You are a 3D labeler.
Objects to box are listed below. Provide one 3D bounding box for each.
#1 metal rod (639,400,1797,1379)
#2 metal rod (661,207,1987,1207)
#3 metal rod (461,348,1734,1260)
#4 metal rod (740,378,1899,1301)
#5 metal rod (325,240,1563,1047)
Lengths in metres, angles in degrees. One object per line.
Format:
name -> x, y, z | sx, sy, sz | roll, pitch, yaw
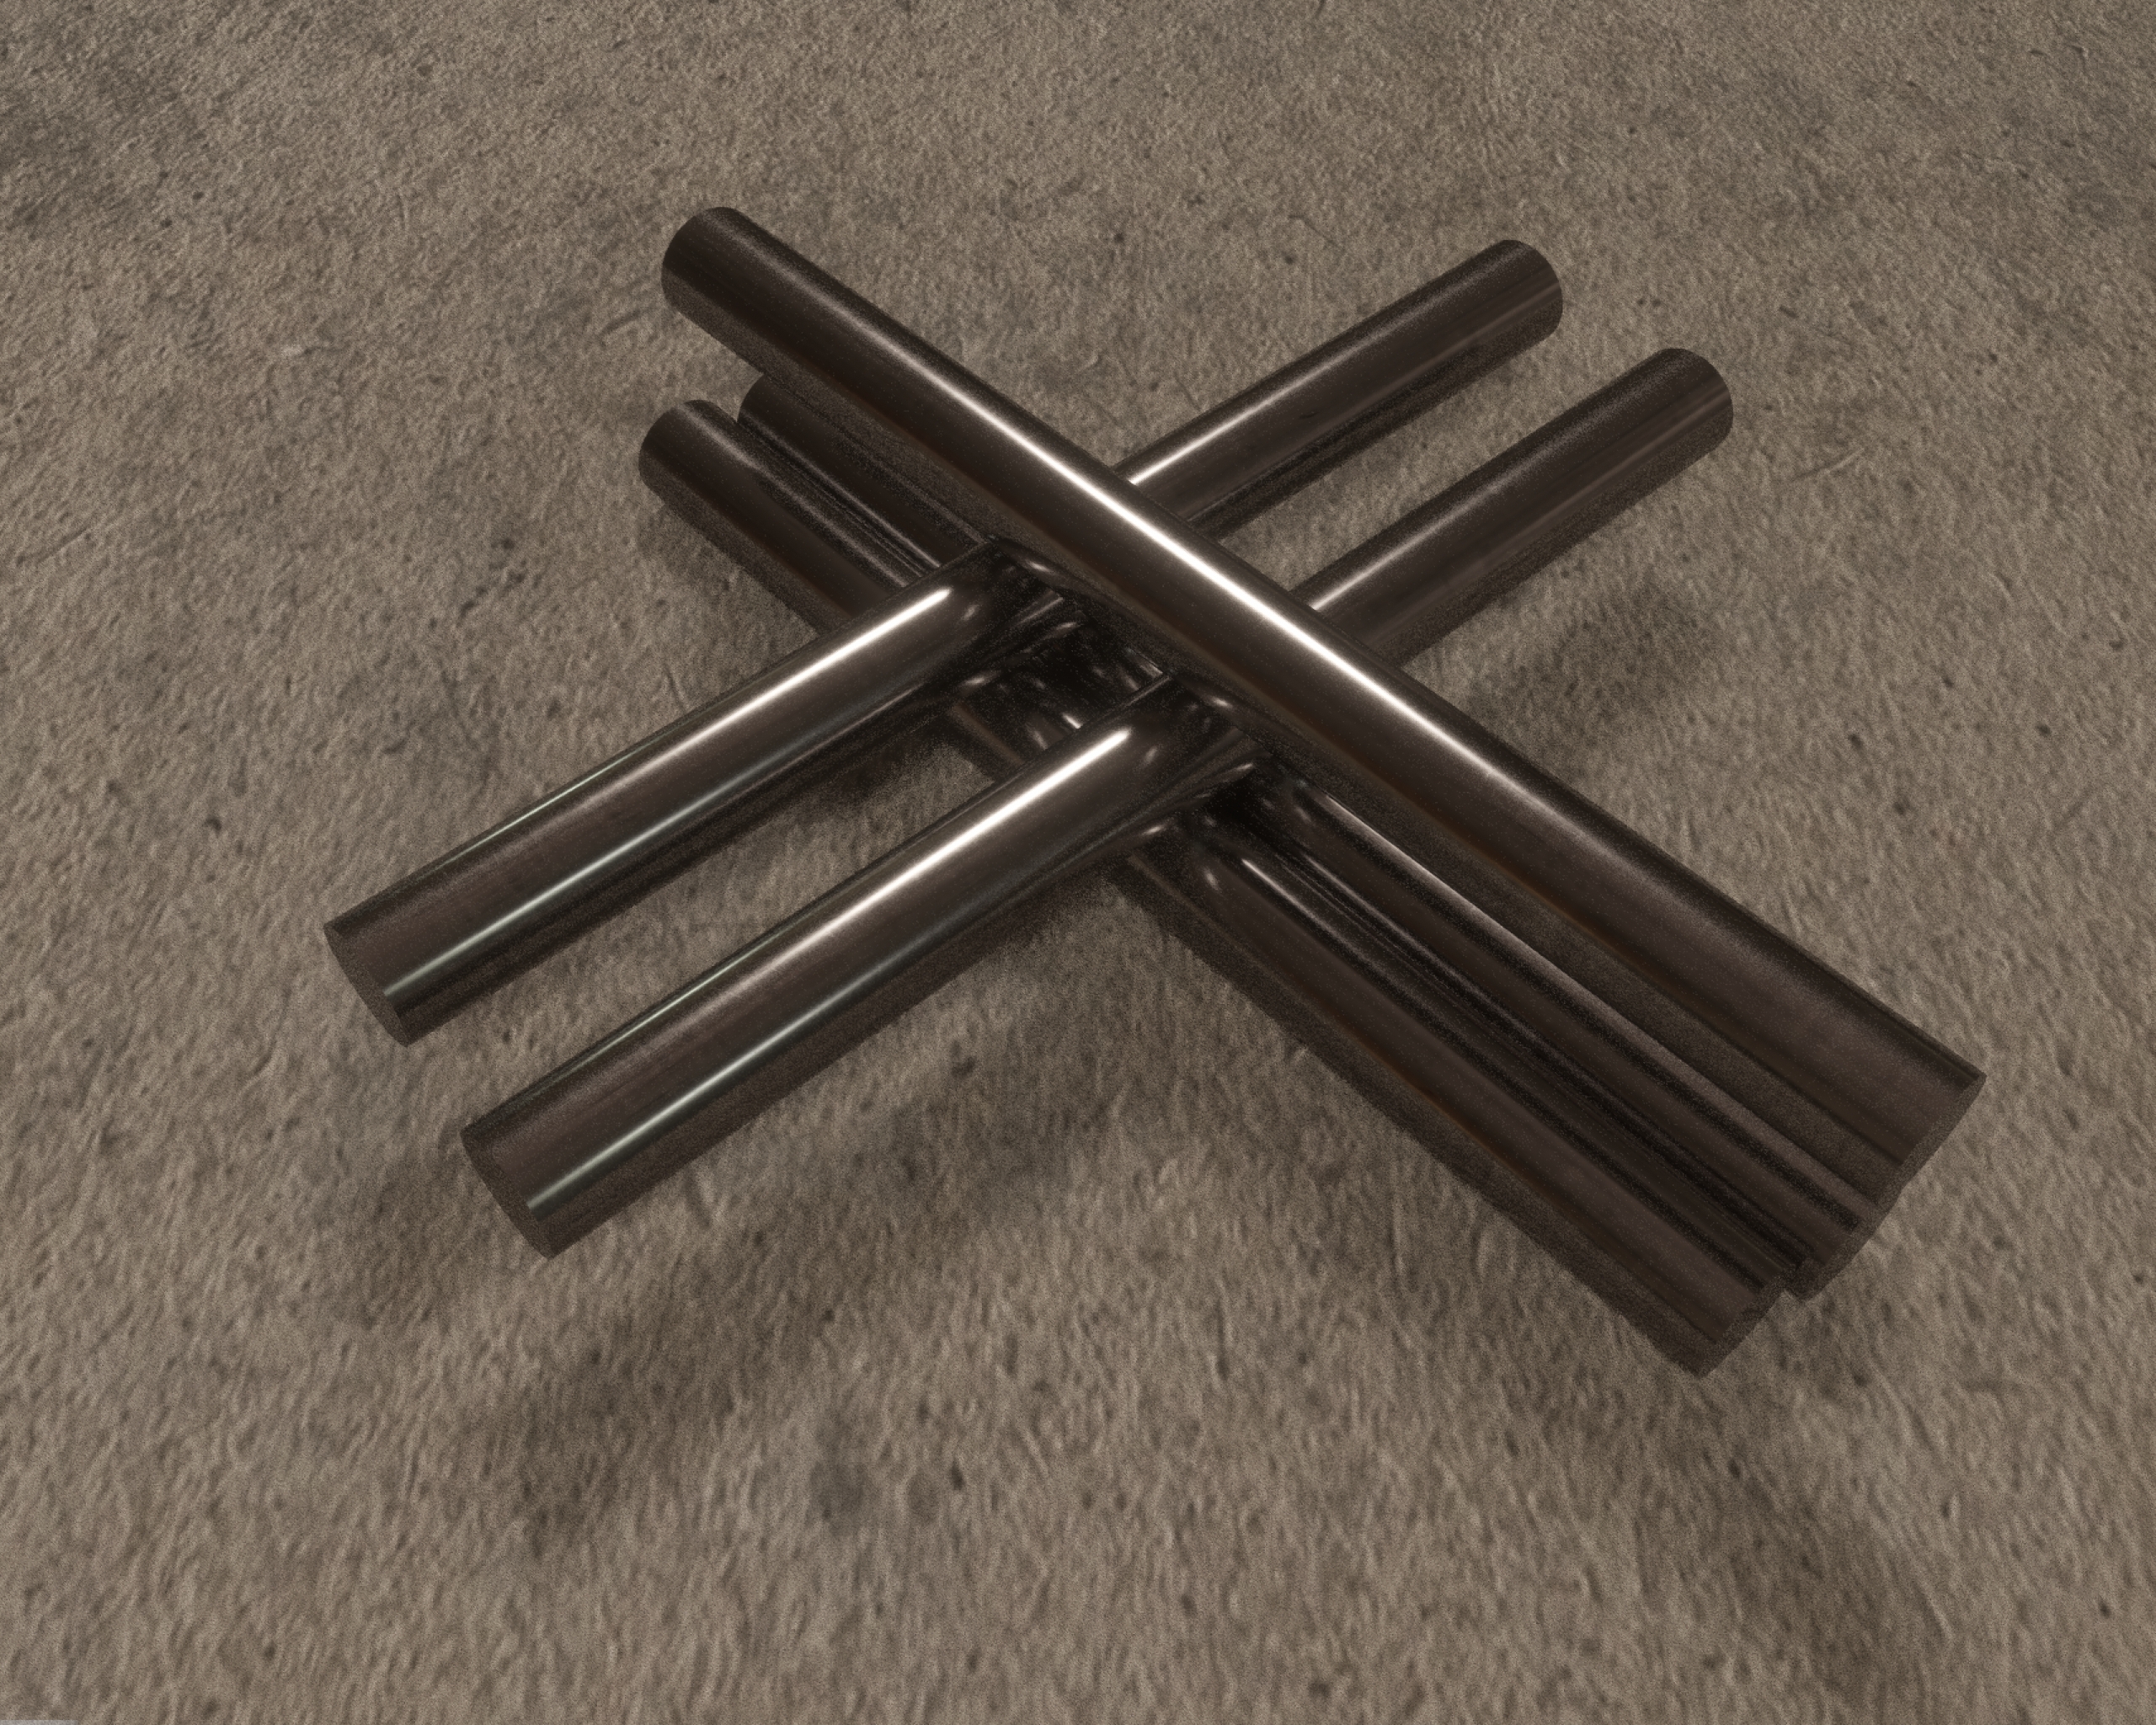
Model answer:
metal rod -> 0.009, -0.010, 0.413 | 0.025, 0.025, 0.300 | -35, 58, -26
metal rod -> 0.024, -0.044, 0.376 | 0.025, 0.025, 0.300 | -35, 59, -26
metal rod -> 0.022, -0.025, 0.393 | 0.302, 0.025, 0.025 | -35, 58, -26
metal rod -> 0.030, -0.021, 0.423 | 0.025, 0.025, 0.300 | -35, 58, -26
metal rod -> -0.009, -0.056, 0.419 | 0.302, 0.025, 0.025 | -35, 58, -26
